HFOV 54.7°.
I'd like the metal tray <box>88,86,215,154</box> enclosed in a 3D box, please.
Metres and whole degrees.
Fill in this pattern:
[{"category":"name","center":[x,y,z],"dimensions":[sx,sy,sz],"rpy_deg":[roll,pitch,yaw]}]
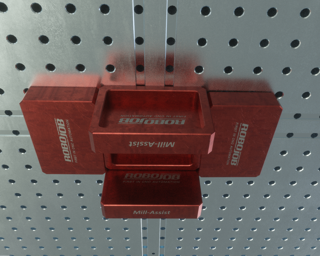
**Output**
[{"category":"metal tray","center":[-0.009,-0.012,0.359],"dimensions":[0.131,0.090,0.030],"rpy_deg":[1,130,-1]}]

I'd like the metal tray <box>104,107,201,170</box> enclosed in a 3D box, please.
[{"category":"metal tray","center":[-0.010,0.016,0.419],"dimensions":[0.131,0.030,0.089],"rpy_deg":[0,130,-1]}]

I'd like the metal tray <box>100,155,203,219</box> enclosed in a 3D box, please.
[{"category":"metal tray","center":[-0.011,0.080,0.435],"dimensions":[0.131,0.090,0.030],"rpy_deg":[1,130,-1]}]

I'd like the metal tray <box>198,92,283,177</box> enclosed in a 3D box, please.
[{"category":"metal tray","center":[0.101,0.013,0.419],"dimensions":[0.091,0.030,0.129],"rpy_deg":[0,130,-2]}]

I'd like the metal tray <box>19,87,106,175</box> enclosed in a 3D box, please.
[{"category":"metal tray","center":[-0.121,0.008,0.413],"dimensions":[0.091,0.030,0.129],"rpy_deg":[1,130,-1]}]
